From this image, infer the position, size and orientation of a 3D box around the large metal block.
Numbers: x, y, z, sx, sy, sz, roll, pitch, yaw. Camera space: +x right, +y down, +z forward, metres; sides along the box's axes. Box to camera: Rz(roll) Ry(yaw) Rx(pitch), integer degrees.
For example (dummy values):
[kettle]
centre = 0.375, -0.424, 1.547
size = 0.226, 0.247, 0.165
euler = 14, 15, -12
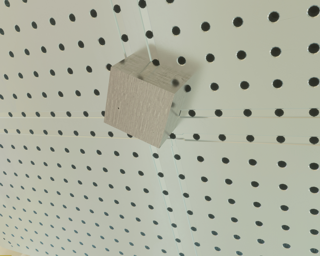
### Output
[large metal block]
centre = -0.018, -0.034, 0.384
size = 0.080, 0.050, 0.079
euler = 25, 127, 13
